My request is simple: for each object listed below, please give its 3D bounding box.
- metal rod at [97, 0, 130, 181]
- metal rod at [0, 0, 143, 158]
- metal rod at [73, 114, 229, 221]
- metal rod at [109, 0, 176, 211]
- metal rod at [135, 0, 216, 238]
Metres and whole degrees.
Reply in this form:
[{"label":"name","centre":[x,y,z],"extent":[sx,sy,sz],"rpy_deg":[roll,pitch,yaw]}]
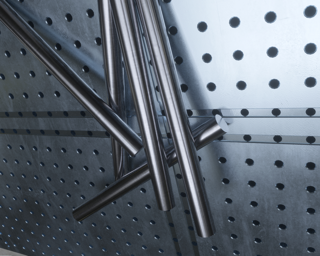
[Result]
[{"label":"metal rod","centre":[-0.059,-0.034,0.419],"extent":[0.025,0.025,0.298],"rpy_deg":[14,124,20]},{"label":"metal rod","centre":[-0.132,-0.077,0.409],"extent":[0.300,0.025,0.025],"rpy_deg":[45,129,4]},{"label":"metal rod","centre":[-0.031,0.070,0.444],"extent":[0.299,0.025,0.025],"rpy_deg":[-36,99,30]},{"label":"metal rod","centre":[-0.020,-0.035,0.363],"extent":[0.025,0.025,0.298],"rpy_deg":[-1,112,28]},{"label":"metal rod","centre":[0.021,-0.008,0.361],"extent":[0.025,0.025,0.298],"rpy_deg":[-7,105,31]}]
